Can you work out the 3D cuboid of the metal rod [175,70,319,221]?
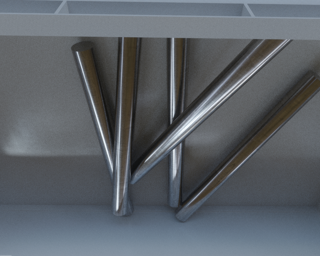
[{"bbox_3d":[0.109,0.043,0.439,0.025,0.025,0.298,24,124,-19],"label":"metal rod"}]

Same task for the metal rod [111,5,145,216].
[{"bbox_3d":[-0.045,0.003,0.391,0.025,0.025,0.298,5,124,-4],"label":"metal rod"}]

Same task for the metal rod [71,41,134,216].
[{"bbox_3d":[-0.070,0.025,0.429,0.025,0.025,0.298,-4,130,3],"label":"metal rod"}]

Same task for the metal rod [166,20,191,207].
[{"bbox_3d":[0.022,0.007,0.415,0.025,0.025,0.298,-1,130,0],"label":"metal rod"}]

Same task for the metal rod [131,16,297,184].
[{"bbox_3d":[0.032,-0.006,0.362,0.025,0.025,0.298,24,137,-19],"label":"metal rod"}]
